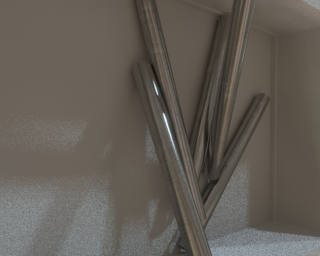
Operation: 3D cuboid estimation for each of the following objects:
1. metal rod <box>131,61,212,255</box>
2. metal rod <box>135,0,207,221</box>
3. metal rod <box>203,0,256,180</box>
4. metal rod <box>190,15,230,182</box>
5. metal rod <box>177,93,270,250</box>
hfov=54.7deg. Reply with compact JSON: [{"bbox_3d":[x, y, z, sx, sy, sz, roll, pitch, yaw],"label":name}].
[{"bbox_3d":[0.018,0.058,0.340,0.025,0.025,0.299,0,65,-40],"label":"metal rod"},{"bbox_3d":[0.015,-0.023,0.401,0.025,0.025,0.298,-17,96,-39],"label":"metal rod"},{"bbox_3d":[0.089,-0.058,0.402,0.025,0.025,0.298,-21,128,-38],"label":"metal rod"},{"bbox_3d":[0.070,-0.032,0.465,0.025,0.025,0.299,24,75,-38],"label":"metal rod"},{"bbox_3d":[0.111,0.058,0.499,0.025,0.025,0.301,49,61,-29],"label":"metal rod"}]
